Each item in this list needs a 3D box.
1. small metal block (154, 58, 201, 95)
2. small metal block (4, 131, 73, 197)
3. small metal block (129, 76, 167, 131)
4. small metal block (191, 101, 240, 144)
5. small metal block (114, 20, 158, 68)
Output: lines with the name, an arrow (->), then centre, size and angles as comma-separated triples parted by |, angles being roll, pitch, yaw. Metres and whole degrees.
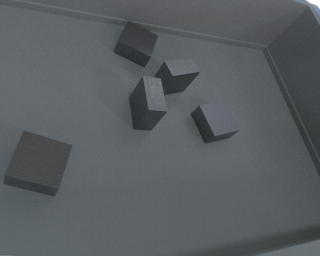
small metal block -> 0.021, -0.073, 0.445 | 0.050, 0.050, 0.025 | -15, 70, -34
small metal block -> -0.123, 0.037, 0.317 | 0.050, 0.025, 0.050 | 19, 54, -17
small metal block -> -0.017, -0.031, 0.399 | 0.025, 0.050, 0.050 | 4, 60, -26
small metal block -> 0.081, -0.009, 0.454 | 0.050, 0.025, 0.050 | -11, 67, -33
small metal block -> -0.035, -0.126, 0.463 | 0.050, 0.025, 0.050 | 24, 53, -14
